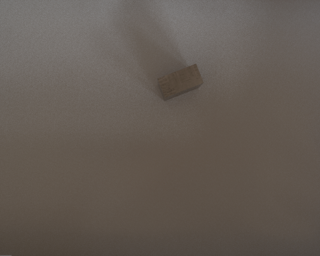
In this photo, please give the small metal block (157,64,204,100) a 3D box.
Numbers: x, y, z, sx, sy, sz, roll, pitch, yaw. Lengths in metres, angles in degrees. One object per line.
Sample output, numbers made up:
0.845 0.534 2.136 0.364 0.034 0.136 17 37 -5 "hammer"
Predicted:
0.025 -0.057 0.399 0.050 0.050 0.025 -21 90 0 "small metal block"
